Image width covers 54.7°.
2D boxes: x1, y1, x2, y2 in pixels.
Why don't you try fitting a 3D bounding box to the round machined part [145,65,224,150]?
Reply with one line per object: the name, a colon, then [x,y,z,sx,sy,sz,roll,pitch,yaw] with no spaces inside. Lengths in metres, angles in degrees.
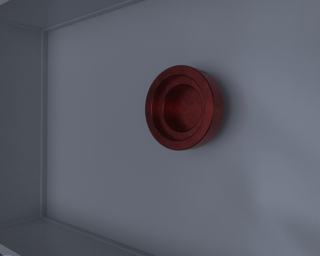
round machined part: [0.032,-0.023,0.369,0.098,0.042,0.097,0,90,40]
